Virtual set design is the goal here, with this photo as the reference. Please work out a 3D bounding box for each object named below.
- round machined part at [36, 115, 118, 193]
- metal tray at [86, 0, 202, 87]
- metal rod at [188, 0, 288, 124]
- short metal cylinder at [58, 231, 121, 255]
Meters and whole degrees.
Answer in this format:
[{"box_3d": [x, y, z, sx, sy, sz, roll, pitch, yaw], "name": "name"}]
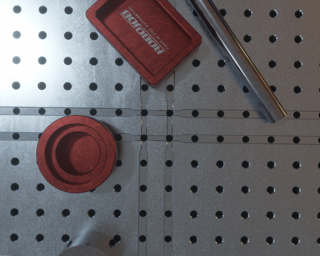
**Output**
[{"box_3d": [-0.104, 0.032, 0.404, 0.099, 0.042, 0.097, 0, 90, 0], "name": "round machined part"}, {"box_3d": [-0.020, -0.130, 0.410, 0.090, 0.030, 0.130, -43, 90, 0], "name": "metal tray"}, {"box_3d": [0.076, -0.137, 0.413, 0.025, 0.025, 0.299, -34, 90, 0], "name": "metal rod"}, {"box_3d": [-0.093, 0.182, 0.400, 0.081, 0.050, 0.080, 0, 90, 0], "name": "short metal cylinder"}]
